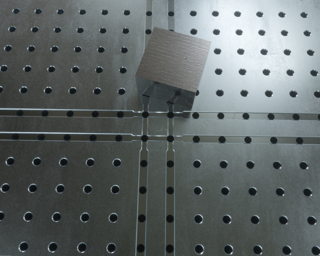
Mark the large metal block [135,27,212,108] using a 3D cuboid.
[{"bbox_3d":[0.019,-0.083,0.429,0.080,0.050,0.080,17,71,6],"label":"large metal block"}]
